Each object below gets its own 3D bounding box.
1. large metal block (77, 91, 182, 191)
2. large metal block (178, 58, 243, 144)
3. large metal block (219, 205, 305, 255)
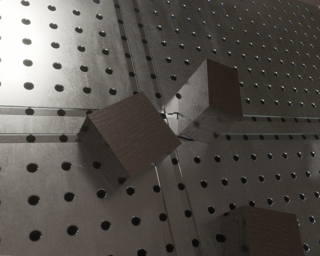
[{"bbox_3d":[-0.036,0.014,0.366,0.081,0.050,0.080,-29,78,-38],"label":"large metal block"},{"bbox_3d":[0.066,-0.035,0.432,0.050,0.080,0.080,16,55,-20],"label":"large metal block"},{"bbox_3d":[0.123,0.144,0.372,0.081,0.050,0.080,15,56,-21],"label":"large metal block"}]
